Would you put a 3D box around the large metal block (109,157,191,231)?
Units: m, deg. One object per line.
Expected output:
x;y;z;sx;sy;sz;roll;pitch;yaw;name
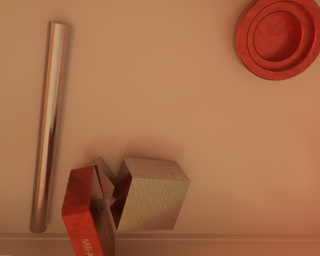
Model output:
-0.016;0.090;0.418;0.081;0.050;0.079;8;111;-25;large metal block

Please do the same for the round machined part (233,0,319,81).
0.135;-0.108;0.364;0.099;0.042;0.097;0;110;-1;round machined part

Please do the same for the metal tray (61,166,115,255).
-0.086;0.126;0.394;0.030;0.090;0.129;-11;116;-3;metal tray

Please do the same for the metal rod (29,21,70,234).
-0.150;0.013;0.414;0.025;0.025;0.298;12;110;-5;metal rod

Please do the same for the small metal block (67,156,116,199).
-0.093;0.076;0.438;0.050;0.025;0.050;-29;108;10;small metal block
